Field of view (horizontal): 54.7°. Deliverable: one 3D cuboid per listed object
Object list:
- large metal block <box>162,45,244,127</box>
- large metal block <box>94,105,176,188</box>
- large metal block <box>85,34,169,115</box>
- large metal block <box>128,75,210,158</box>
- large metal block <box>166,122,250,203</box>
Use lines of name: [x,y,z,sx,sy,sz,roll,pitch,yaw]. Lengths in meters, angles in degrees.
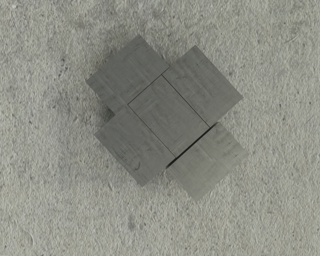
large metal block: [0.047,-0.047,0.385,0.050,0.080,0.080,-42,91,0]
large metal block: [-0.028,0.020,0.384,0.050,0.080,0.080,-42,91,0]
large metal block: [-0.036,-0.060,0.384,0.080,0.080,0.050,-42,91,0]
large metal block: [0.010,-0.013,0.384,0.050,0.080,0.080,-42,91,0]
large metal block: [0.053,0.038,0.385,0.080,0.080,0.050,-42,91,0]
